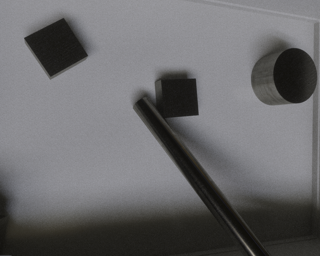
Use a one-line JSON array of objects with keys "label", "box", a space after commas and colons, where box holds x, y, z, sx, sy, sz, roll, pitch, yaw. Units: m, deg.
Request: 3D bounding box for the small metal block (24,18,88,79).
[{"label": "small metal block", "box": [-0.122, -0.093, 0.366, 0.050, 0.025, 0.050, -35, 102, -17]}]

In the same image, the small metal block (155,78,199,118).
[{"label": "small metal block", "box": [0.023, -0.040, 0.420, 0.050, 0.025, 0.050, -5, 92, -20]}]

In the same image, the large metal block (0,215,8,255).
[{"label": "large metal block", "box": [-0.200, 0.132, 0.300, 0.050, 0.080, 0.080, 7, 88, 4]}]

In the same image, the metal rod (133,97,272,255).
[{"label": "metal rod", "box": [0.063, 0.083, 0.367, 0.025, 0.025, 0.299, -33, 75, -17]}]

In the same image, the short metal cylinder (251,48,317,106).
[{"label": "short metal cylinder", "box": [0.187, -0.075, 0.468, 0.081, 0.050, 0.079, 0, 90, -21]}]
